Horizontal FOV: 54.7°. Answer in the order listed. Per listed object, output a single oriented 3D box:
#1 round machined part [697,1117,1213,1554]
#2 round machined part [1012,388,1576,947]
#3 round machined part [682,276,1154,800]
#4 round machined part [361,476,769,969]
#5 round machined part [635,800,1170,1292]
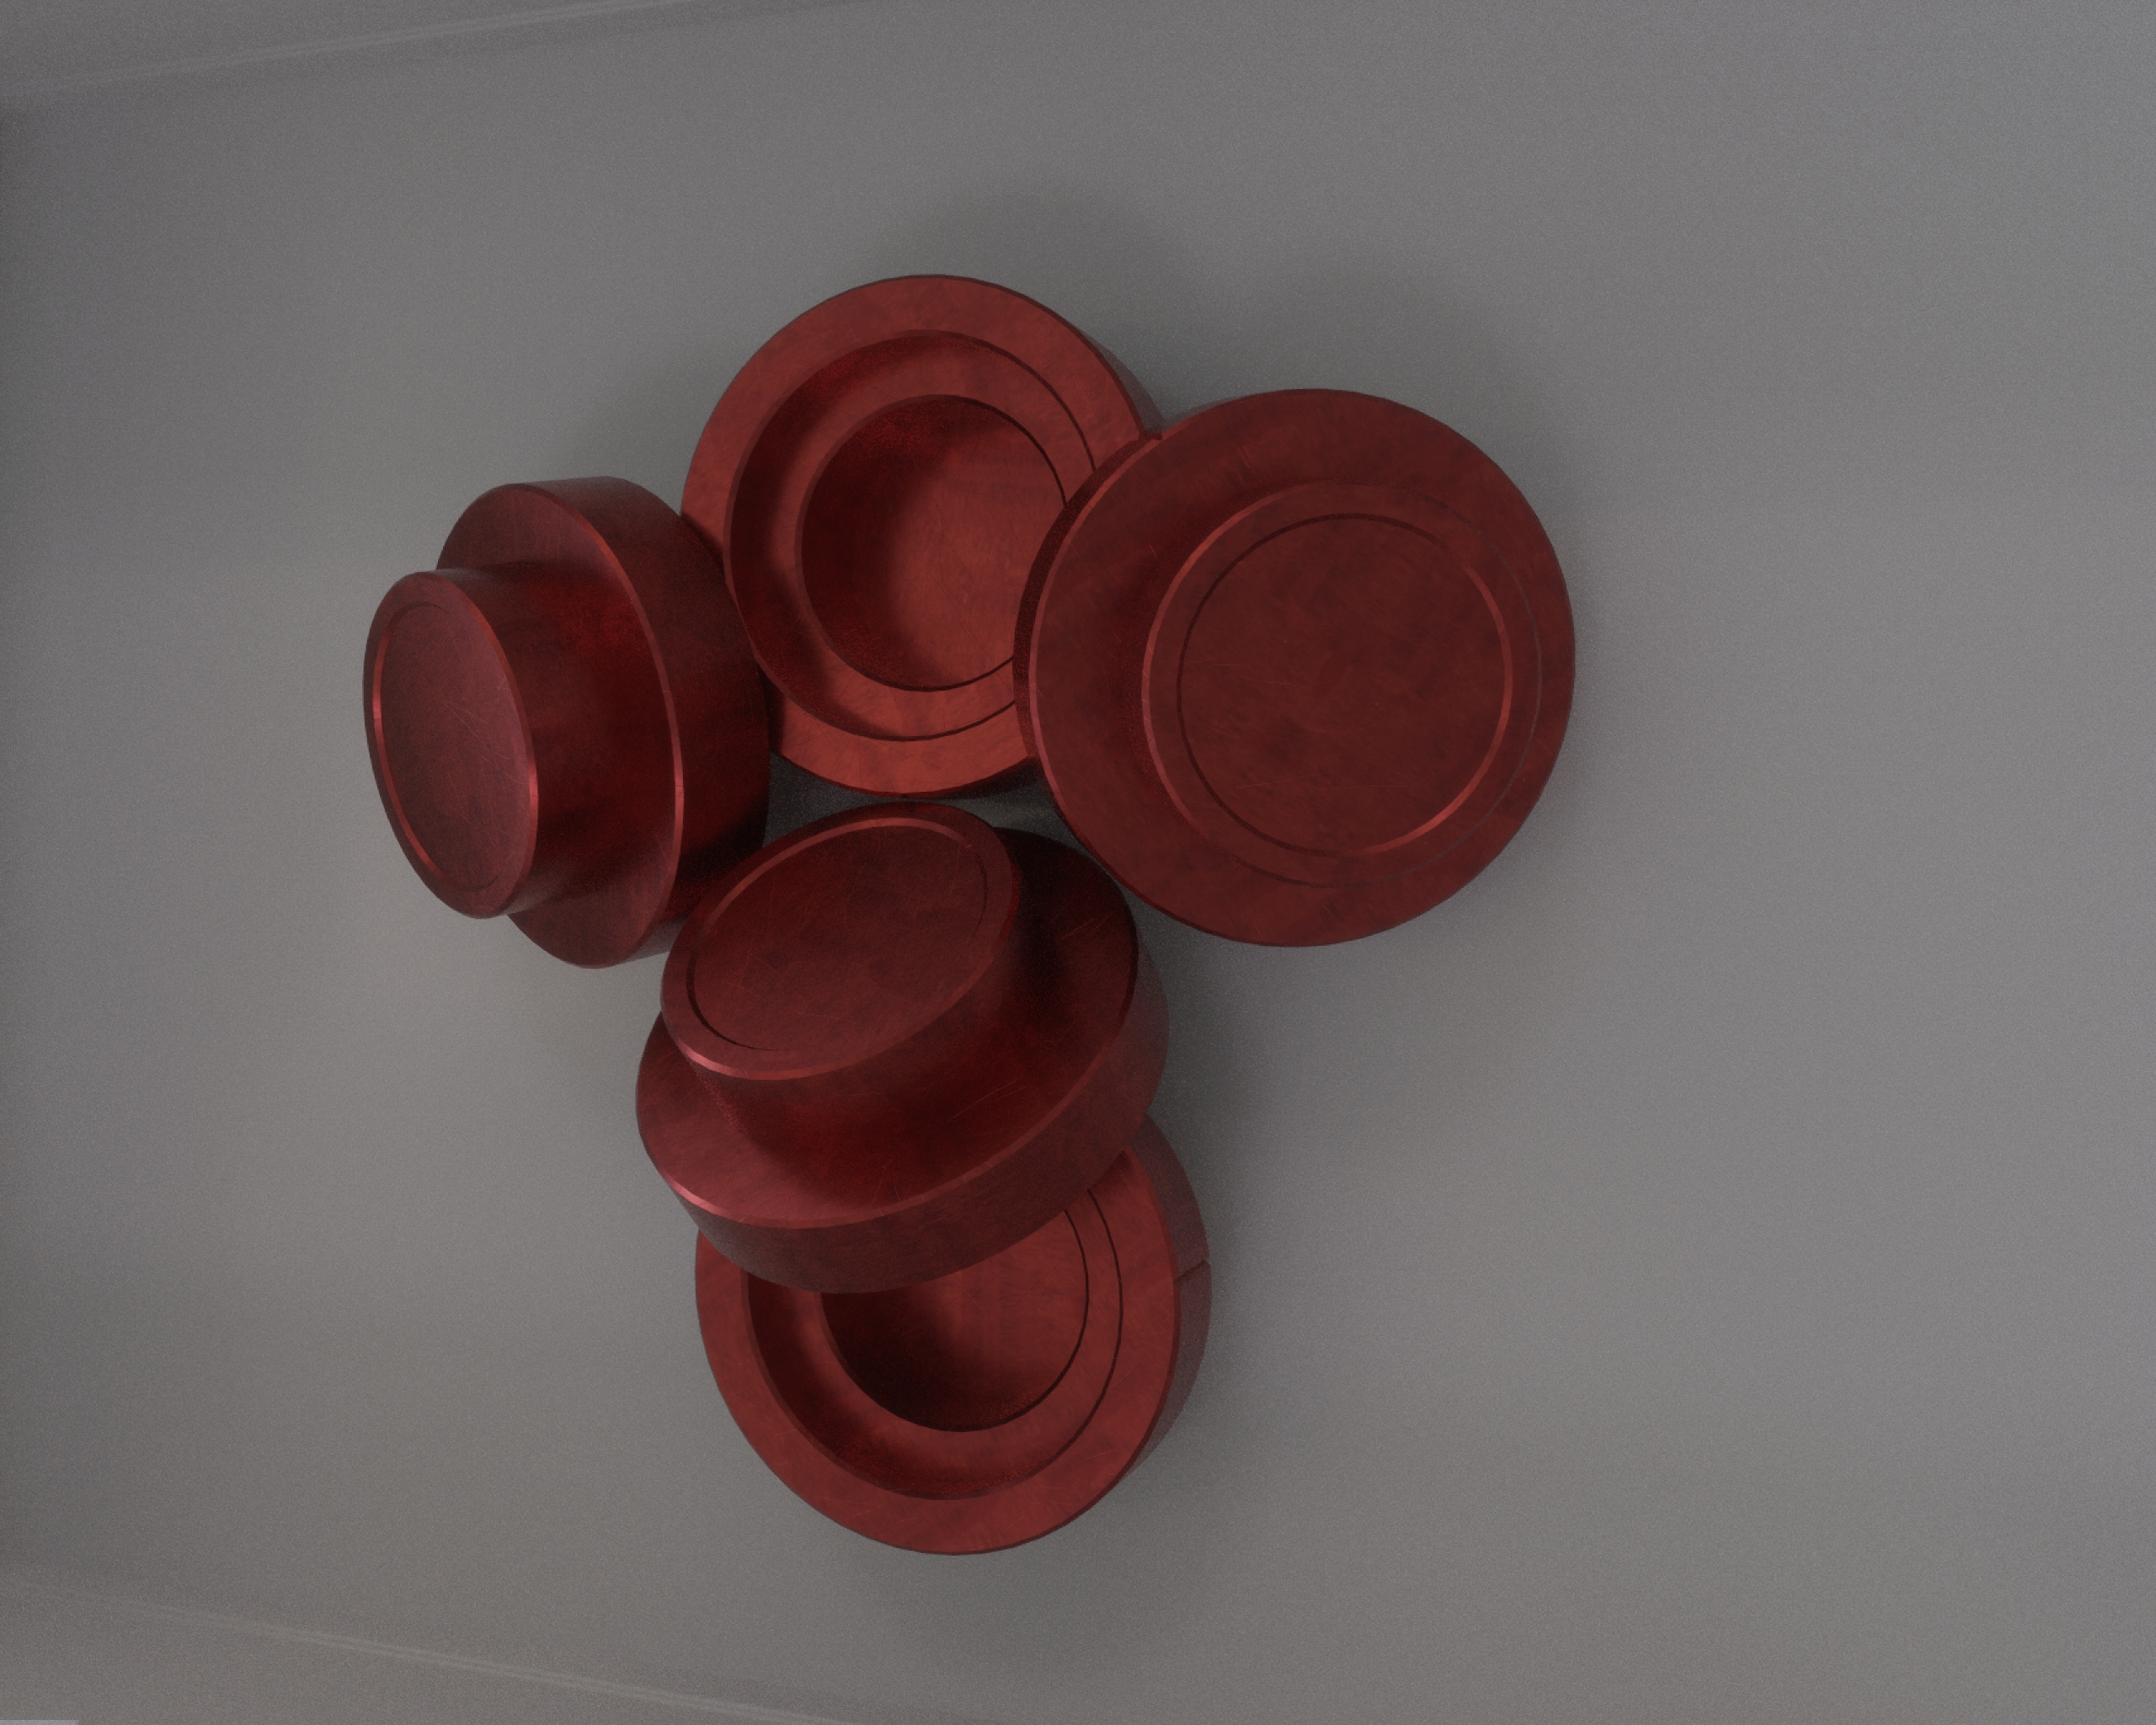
[{"bbox_3d":[-0.021,0.080,0.406,0.098,0.042,0.097,0,90,20],"label":"round machined part"},{"bbox_3d":[0.040,-0.033,0.361,0.099,0.042,0.097,-2,101,-10],"label":"round machined part"},{"bbox_3d":[-0.024,-0.061,0.407,0.098,0.042,0.097,0,90,20],"label":"round machined part"},{"bbox_3d":[-0.107,-0.026,0.414,0.098,0.042,0.097,17,113,44],"label":"round machined part"},{"bbox_3d":[-0.036,0.026,0.382,0.098,0.098,0.042,-7,132,20],"label":"round machined part"}]
